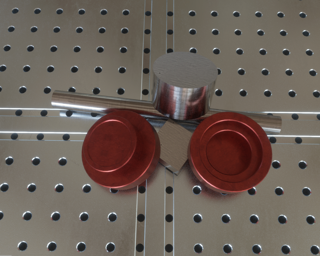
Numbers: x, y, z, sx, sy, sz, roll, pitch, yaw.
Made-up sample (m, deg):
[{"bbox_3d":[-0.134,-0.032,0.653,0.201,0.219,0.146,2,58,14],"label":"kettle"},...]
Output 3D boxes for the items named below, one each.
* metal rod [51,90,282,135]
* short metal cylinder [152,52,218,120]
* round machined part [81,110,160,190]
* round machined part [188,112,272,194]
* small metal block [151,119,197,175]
[{"bbox_3d":[0.007,-0.021,0.416,0.302,0.025,0.025,7,70,2],"label":"metal rod"},{"bbox_3d":[0.030,-0.056,0.399,0.081,0.050,0.080,3,44,-2],"label":"short metal cylinder"},{"bbox_3d":[-0.053,0.023,0.376,0.098,0.042,0.098,-6,70,17],"label":"round machined part"},{"bbox_3d":[0.083,0.032,0.385,0.099,0.042,0.098,1,72,-3],"label":"round machined part"},{"bbox_3d":[0.017,0.024,0.399,0.050,0.025,0.050,35,73,11],"label":"small metal block"}]
